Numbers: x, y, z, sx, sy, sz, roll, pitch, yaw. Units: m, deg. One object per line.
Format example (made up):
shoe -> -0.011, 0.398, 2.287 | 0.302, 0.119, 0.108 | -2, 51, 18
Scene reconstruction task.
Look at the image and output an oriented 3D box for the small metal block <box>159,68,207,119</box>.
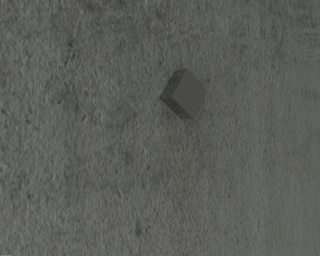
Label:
small metal block -> 0.034, -0.047, 0.435 | 0.050, 0.025, 0.050 | 42, 65, -33
